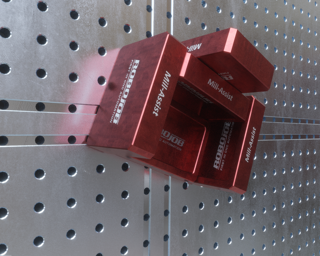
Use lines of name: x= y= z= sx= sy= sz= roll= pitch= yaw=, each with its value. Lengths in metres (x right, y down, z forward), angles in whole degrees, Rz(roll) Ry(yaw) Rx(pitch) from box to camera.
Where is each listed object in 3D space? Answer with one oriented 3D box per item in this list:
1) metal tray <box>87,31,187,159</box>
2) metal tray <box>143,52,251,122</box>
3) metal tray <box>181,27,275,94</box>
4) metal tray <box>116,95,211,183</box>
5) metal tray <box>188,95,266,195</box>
metal tray: x=-0.027 y=-0.035 z=0.343 sx=0.030 sy=0.090 sz=0.130 roll=28 pitch=73 yaw=-37
metal tray: x=0.043 y=-0.046 z=0.401 sx=0.131 sy=0.090 sz=0.030 roll=27 pitch=73 yaw=-37
metal tray: x=0.062 y=-0.075 z=0.391 sx=0.090 sy=0.130 sz=0.030 roll=28 pitch=73 yaw=-37
metal tray: x=0.007 y=0.011 z=0.410 sx=0.131 sy=0.030 sz=0.090 roll=28 pitch=73 yaw=-37
metal tray: x=0.090 y=0.021 z=0.440 sx=0.030 sy=0.090 sz=0.130 roll=28 pitch=73 yaw=-37
